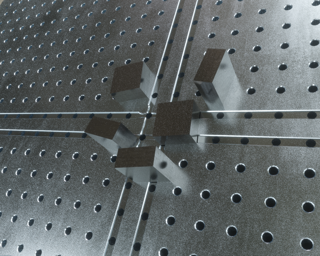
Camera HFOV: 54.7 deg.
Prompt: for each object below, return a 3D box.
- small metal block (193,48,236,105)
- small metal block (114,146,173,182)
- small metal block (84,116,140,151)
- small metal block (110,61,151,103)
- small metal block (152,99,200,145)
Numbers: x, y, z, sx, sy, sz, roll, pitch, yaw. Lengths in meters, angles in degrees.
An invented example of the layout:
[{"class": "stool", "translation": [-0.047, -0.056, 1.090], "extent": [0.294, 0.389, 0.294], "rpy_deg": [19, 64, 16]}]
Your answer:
[{"class": "small metal block", "translation": [0.071, -0.065, 0.394], "extent": [0.025, 0.050, 0.050], "rpy_deg": [12, 68, 33]}, {"class": "small metal block", "translation": [-0.018, 0.045, 0.373], "extent": [0.050, 0.050, 0.025], "rpy_deg": [-6, 59, 25]}, {"class": "small metal block", "translation": [-0.064, 0.011, 0.417], "extent": [0.050, 0.050, 0.025], "rpy_deg": [13, 69, 33]}, {"class": "small metal block", "translation": [-0.044, -0.070, 0.473], "extent": [0.050, 0.025, 0.050], "rpy_deg": [-8, 58, 23]}, {"class": "small metal block", "translation": [0.022, -0.007, 0.400], "extent": [0.050, 0.025, 0.050], "rpy_deg": [-5, 60, 25]}]
